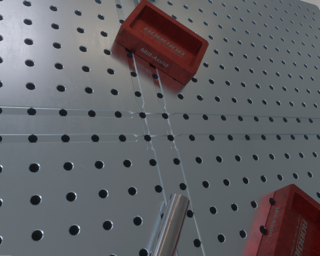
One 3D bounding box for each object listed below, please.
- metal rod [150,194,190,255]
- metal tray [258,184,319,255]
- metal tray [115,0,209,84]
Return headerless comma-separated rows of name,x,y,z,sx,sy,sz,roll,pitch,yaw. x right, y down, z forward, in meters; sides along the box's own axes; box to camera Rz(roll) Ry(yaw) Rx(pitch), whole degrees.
metal rod,-0.023,0.194,0.277,0.025,0.025,0.300,30,52,-9
metal tray,0.187,0.151,0.413,0.090,0.030,0.130,38,51,-3
metal tray,0.007,-0.138,0.492,0.130,0.030,0.090,31,52,-8
